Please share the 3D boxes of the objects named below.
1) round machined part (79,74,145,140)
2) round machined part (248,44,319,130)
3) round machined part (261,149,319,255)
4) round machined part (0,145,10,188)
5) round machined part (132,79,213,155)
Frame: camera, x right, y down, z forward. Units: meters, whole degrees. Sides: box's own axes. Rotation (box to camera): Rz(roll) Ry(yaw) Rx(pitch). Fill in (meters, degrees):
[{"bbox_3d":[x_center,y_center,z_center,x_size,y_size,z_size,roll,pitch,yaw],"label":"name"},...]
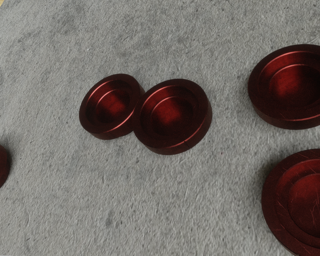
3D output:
[{"bbox_3d":[-0.062,-0.026,0.442,0.098,0.042,0.098,-13,56,21],"label":"round machined part"},{"bbox_3d":[0.150,-0.040,0.339,0.098,0.042,0.098,-13,56,21],"label":"round machined part"},{"bbox_3d":[0.144,0.071,0.274,0.098,0.042,0.098,-13,56,21],"label":"round machined part"},{"bbox_3d":[-0.284,0.070,0.500,0.098,0.042,0.098,-13,56,21],"label":"round machined part"},{"bbox_3d":[0.018,-0.010,0.389,0.098,0.042,0.098,-12,57,20],"label":"round machined part"}]
